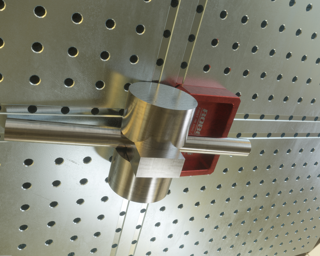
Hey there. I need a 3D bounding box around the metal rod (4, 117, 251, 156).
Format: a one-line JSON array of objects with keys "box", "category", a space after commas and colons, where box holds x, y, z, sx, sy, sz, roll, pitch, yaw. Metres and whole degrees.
[{"box": [-0.021, 0.014, 0.378, 0.302, 0.025, 0.025, 5, 116, -21], "category": "metal rod"}]

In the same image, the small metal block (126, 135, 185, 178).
[{"box": [-0.006, 0.031, 0.349, 0.050, 0.050, 0.025, 5, 116, -21], "category": "small metal block"}]

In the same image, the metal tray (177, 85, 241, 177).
[{"box": [0.052, 0.008, 0.441, 0.091, 0.030, 0.129, 1, 118, -29], "category": "metal tray"}]

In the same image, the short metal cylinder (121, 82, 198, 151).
[{"box": [-0.002, -0.016, 0.363, 0.081, 0.080, 0.050, 1, 118, -29], "category": "short metal cylinder"}]

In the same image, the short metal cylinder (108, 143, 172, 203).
[{"box": [-0.022, 0.050, 0.394, 0.081, 0.080, 0.050, 1, 118, -29], "category": "short metal cylinder"}]
